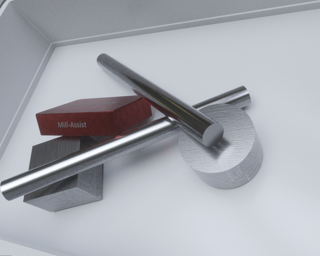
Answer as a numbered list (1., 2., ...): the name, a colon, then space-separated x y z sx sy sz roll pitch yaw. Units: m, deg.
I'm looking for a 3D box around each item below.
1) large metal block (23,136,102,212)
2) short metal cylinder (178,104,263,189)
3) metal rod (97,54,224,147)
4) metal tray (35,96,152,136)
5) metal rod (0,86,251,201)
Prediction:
1. large metal block: -0.125 0.058 0.412 0.080 0.050 0.080 -18 55 17
2. short metal cylinder: 0.067 0.020 0.338 0.080 0.050 0.080 -13 56 20
3. metal rod: -0.022 -0.054 0.410 0.025 0.025 0.300 -46 39 -4
4. metal tray: -0.088 -0.018 0.421 0.130 0.030 0.091 0 18 29
5. metal rod: -0.037 0.016 0.364 0.302 0.025 0.025 -22 53 -3
